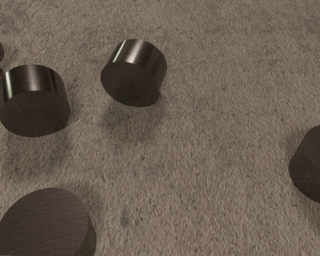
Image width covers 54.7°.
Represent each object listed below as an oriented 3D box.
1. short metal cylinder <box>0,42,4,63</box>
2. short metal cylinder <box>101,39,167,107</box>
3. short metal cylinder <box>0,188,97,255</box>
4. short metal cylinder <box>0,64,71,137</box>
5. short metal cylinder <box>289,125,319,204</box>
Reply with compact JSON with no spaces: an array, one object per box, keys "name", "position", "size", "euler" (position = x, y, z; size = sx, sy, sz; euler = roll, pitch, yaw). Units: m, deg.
[{"name":"short metal cylinder","position":[-0.283,-0.111,0.457],"size":[0.080,0.080,0.050],"euler":[8,51,6]},{"name":"short metal cylinder","position":[-0.035,-0.075,0.430],"size":[0.080,0.080,0.050],"euler":[11,51,9]},{"name":"short metal cylinder","position":[-0.105,0.105,0.297],"size":[0.081,0.050,0.080],"euler":[0,50,0]},{"name":"short metal cylinder","position":[-0.160,-0.033,0.394],"size":[0.081,0.080,0.050],"euler":[-16,52,-13]},{"name":"short metal cylinder","position":[0.197,0.042,0.355],"size":[0.081,0.050,0.080],"euler":[0,50,0]}]
